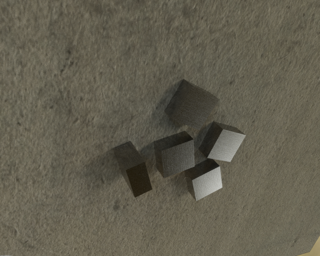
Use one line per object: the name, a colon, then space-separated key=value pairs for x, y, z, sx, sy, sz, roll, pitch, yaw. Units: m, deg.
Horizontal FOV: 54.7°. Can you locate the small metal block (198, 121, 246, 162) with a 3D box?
small metal block: x=0.095 y=0.022 z=0.475 sx=0.050 sy=0.025 sz=0.050 roll=13 pitch=112 yaw=-34

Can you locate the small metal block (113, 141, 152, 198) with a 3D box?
small metal block: x=-0.036 y=0.053 z=0.405 sx=0.025 sy=0.050 sz=0.050 roll=-23 pitch=127 yaw=-15

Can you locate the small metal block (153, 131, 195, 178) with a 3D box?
small metal block: x=0.021 y=0.038 z=0.444 sx=0.050 sy=0.025 sz=0.050 roll=-18 pitch=126 yaw=-18

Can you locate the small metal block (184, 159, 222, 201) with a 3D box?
small metal block: x=0.070 y=0.083 z=0.499 sx=0.050 sy=0.025 sz=0.050 roll=-24 pitch=128 yaw=-14

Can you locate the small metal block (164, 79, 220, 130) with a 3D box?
small metal block: x=0.042 y=-0.030 z=0.413 sx=0.050 sy=0.025 sz=0.050 roll=20 pitch=107 yaw=-36
